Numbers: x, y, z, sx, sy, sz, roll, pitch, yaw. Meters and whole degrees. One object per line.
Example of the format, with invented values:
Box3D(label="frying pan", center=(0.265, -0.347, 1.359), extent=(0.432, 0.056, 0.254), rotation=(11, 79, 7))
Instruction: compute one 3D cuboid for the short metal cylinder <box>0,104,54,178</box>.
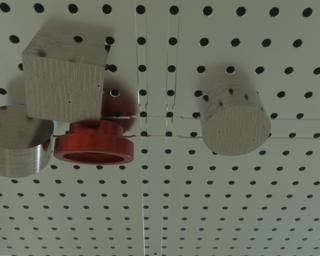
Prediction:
Box3D(label="short metal cylinder", center=(-0.177, 0.015, 0.387), extent=(0.081, 0.080, 0.050), rotation=(12, 129, -11))

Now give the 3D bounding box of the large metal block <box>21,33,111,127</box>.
Box3D(label="large metal block", center=(-0.102, -0.053, 0.349), extent=(0.081, 0.050, 0.079), rotation=(8, 130, -7))

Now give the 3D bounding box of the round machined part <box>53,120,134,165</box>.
Box3D(label="round machined part", center=(-0.082, 0.018, 0.396), extent=(0.099, 0.042, 0.098), rotation=(1, 163, 0))

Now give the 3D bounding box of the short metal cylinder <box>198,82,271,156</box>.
Box3D(label="short metal cylinder", center=(0.091, -0.011, 0.387), extent=(0.081, 0.050, 0.079), rotation=(0, 130, 0))
